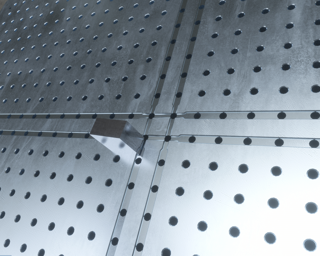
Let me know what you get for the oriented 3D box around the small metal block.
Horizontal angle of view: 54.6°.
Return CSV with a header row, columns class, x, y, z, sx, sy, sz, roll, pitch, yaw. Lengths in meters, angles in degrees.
class,x,y,z,sx,sy,sz,roll,pitch,yaw
small metal block,-0.056,0.011,0.416,0.050,0.050,0.025,6,65,31
